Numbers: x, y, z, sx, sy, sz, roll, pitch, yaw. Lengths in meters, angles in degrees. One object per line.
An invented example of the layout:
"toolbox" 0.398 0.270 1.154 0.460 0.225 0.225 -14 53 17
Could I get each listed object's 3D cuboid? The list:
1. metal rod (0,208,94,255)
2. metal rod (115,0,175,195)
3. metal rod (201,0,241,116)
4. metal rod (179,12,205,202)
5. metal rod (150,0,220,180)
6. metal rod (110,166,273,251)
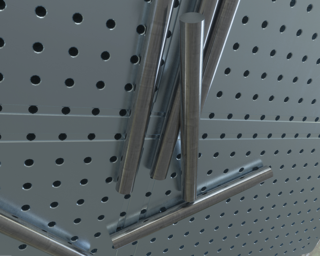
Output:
"metal rod" -0.187 0.118 0.381 0.025 0.025 0.300 -41 129 0
"metal rod" -0.018 -0.046 0.372 0.025 0.025 0.298 -1 119 -28
"metal rod" 0.078 -0.138 0.367 0.025 0.025 0.298 2 118 -29
"metal rod" 0.039 0.001 0.402 0.025 0.025 0.298 -20 136 -16
"metal rod" 0.032 -0.062 0.389 0.025 0.025 0.298 1 118 -29
"metal rod" 0.063 0.129 0.523 0.302 0.025 0.025 -20 126 -17
